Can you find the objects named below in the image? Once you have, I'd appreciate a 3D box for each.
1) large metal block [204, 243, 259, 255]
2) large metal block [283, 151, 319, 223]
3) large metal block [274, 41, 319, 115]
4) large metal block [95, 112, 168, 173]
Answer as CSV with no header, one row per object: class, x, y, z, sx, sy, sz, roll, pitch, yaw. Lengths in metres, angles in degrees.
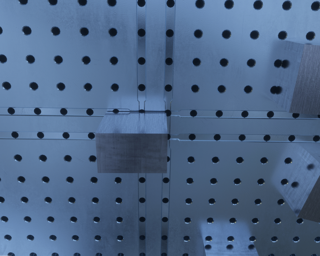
large metal block,0.110,0.231,0.487,0.081,0.050,0.079,0,110,-1
large metal block,0.237,0.087,0.436,0.080,0.050,0.079,15,109,-6
large metal block,0.197,-0.061,0.380,0.081,0.050,0.079,4,110,-2
large metal block,-0.032,0.015,0.389,0.081,0.080,0.050,0,110,-1
